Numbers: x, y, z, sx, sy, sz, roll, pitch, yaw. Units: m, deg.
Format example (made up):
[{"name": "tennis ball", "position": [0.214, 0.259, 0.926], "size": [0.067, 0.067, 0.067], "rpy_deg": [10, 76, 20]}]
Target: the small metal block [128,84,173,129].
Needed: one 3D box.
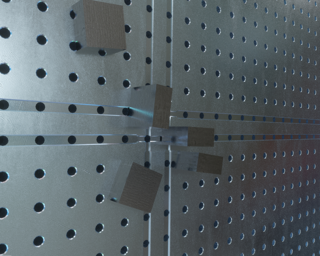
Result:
[{"name": "small metal block", "position": [-0.013, -0.025, 0.381], "size": [0.025, 0.050, 0.050], "rpy_deg": [9, 84, -40]}]

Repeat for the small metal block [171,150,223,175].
[{"name": "small metal block", "position": [0.052, 0.048, 0.435], "size": [0.050, 0.050, 0.025], "rpy_deg": [13, 82, -39]}]

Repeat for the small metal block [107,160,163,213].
[{"name": "small metal block", "position": [-0.030, 0.072, 0.383], "size": [0.050, 0.025, 0.050], "rpy_deg": [29, 72, -36]}]

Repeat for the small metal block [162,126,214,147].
[{"name": "small metal block", "position": [0.038, 0.012, 0.424], "size": [0.050, 0.050, 0.025], "rpy_deg": [4, 88, -40]}]

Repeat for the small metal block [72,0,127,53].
[{"name": "small metal block", "position": [-0.068, -0.113, 0.351], "size": [0.050, 0.025, 0.050], "rpy_deg": [-8, 95, -40]}]
